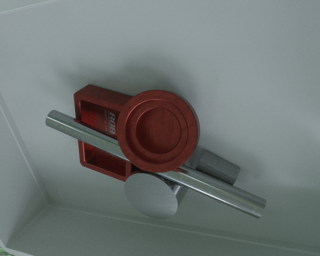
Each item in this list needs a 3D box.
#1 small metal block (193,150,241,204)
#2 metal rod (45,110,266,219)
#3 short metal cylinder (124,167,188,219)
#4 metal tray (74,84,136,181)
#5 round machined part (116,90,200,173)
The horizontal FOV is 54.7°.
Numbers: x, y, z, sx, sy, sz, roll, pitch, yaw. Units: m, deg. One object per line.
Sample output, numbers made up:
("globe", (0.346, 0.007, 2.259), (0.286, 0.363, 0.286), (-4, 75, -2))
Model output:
("small metal block", (0.070, 0.065, 0.409), (0.050, 0.025, 0.050), (28, 128, 10))
("metal rod", (-0.014, 0.042, 0.401), (0.301, 0.025, 0.025), (22, 127, 11))
("short metal cylinder", (-0.003, 0.082, 0.440), (0.080, 0.050, 0.079), (13, 124, 20))
("metal tray", (-0.073, 0.010, 0.445), (0.090, 0.030, 0.129), (17, 125, 18))
("round machined part", (0.000, 0.002, 0.380), (0.098, 0.042, 0.097), (2, 97, 14))
